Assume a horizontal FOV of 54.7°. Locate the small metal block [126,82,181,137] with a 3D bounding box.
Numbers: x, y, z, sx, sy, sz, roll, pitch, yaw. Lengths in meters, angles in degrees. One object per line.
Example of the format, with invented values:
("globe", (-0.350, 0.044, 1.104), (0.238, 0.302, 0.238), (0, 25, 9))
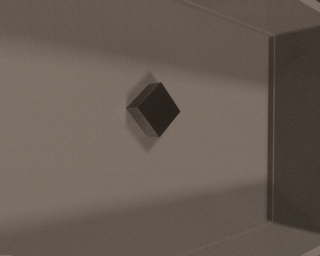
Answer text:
("small metal block", (-0.008, -0.023, 0.402), (0.050, 0.025, 0.050), (-51, 120, -28))
